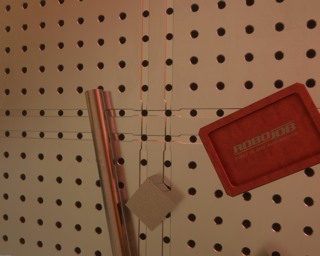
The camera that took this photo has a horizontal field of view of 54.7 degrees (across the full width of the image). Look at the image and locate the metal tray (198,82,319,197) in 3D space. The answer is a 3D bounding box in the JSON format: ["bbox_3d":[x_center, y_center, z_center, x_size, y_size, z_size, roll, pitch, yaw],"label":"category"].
[{"bbox_3d":[0.123,0.015,0.366,0.130,0.030,0.090,-27,82,17],"label":"metal tray"}]

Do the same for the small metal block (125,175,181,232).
[{"bbox_3d":[-0.009,0.100,0.415,0.050,0.025,0.050,42,103,15],"label":"small metal block"}]

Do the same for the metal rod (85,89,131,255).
[{"bbox_3d":[-0.068,0.093,0.435,0.025,0.025,0.298,-12,86,19],"label":"metal rod"}]
